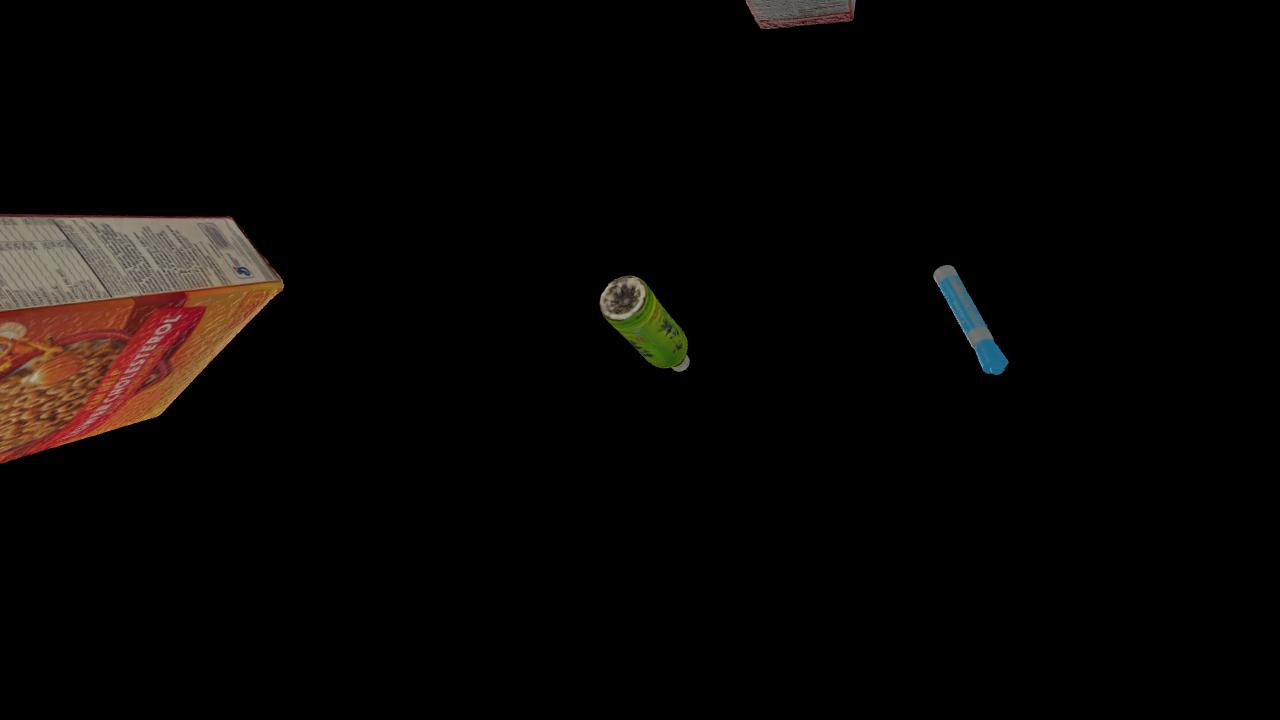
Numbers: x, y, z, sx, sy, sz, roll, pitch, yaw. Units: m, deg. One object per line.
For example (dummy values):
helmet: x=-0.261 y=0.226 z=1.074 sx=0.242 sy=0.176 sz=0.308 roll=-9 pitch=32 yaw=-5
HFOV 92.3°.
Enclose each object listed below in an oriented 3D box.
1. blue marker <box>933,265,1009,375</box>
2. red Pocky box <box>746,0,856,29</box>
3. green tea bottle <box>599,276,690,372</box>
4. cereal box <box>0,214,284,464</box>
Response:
blue marker: x=0.279 y=-0.035 z=0.521 sx=0.020 sy=0.121 sz=0.020 roll=-1 pitch=-42 yaw=-1
red Pocky box: x=0.117 y=-0.297 z=0.469 sx=0.083 sy=0.028 sz=0.155 roll=5 pitch=8 yaw=22
green tea bottle: x=0.020 y=-0.038 z=0.859 sx=0.073 sy=0.073 sz=0.212 roll=0 pitch=-22 yaw=27
cereal box: x=-0.406 y=0.002 z=0.366 sx=0.203 sy=0.081 sz=0.306 roll=-36 pitch=2 yaw=18
